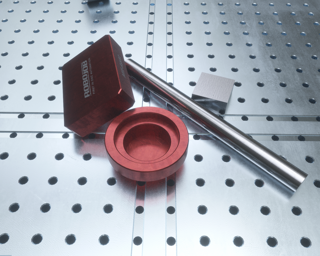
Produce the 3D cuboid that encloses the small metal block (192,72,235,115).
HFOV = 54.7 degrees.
[{"bbox_3d":[0.077,-0.051,0.451,0.050,0.025,0.050,16,52,13],"label":"small metal block"}]

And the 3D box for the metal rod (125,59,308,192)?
[{"bbox_3d":[0.055,-0.017,0.422,0.300,0.025,0.025,37,59,27],"label":"metal rod"}]

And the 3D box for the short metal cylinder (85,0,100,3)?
[{"bbox_3d":[-0.134,-0.299,0.622,0.050,0.080,0.080,-19,53,-15],"label":"short metal cylinder"}]

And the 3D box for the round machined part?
[{"bbox_3d":[-0.015,0.023,0.377,0.099,0.042,0.098,0,50,0],"label":"round machined part"}]

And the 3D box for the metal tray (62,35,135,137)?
[{"bbox_3d":[-0.089,-0.061,0.425,0.090,0.030,0.130,-30,48,15],"label":"metal tray"}]
